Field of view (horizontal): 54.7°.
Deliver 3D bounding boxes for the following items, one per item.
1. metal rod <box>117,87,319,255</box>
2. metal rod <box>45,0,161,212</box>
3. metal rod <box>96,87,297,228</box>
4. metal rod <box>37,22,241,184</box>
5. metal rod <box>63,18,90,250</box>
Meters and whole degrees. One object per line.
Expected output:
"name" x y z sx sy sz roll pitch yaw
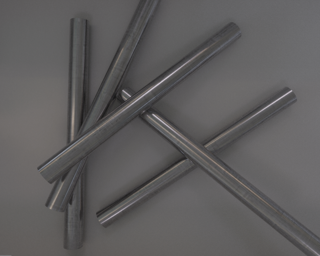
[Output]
"metal rod" 0.066 0.047 0.381 0.300 0.025 0.025 39 90 12
"metal rod" -0.069 -0.039 0.395 0.025 0.025 0.299 24 84 0
"metal rod" 0.048 0.039 0.411 0.301 0.025 0.025 -34 90 0
"metal rod" -0.016 -0.038 0.382 0.301 0.025 0.025 -39 90 -12
"metal rod" -0.110 0.007 0.410 0.025 0.025 0.298 2 90 0
